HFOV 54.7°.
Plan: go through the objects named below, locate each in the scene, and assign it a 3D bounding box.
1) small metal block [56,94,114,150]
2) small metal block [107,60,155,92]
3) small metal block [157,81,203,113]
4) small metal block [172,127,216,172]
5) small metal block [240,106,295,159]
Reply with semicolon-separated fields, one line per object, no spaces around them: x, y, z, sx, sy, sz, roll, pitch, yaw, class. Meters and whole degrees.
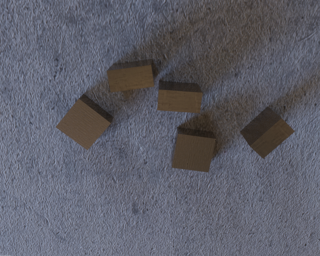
-0.098;-0.008;0.406;0.050;0.025;0.050;39;105;-13;small metal block
-0.033;-0.064;0.372;0.050;0.050;0.025;-7;110;2;small metal block
0.023;-0.039;0.382;0.050;0.050;0.025;4;110;-2;small metal block
0.045;0.029;0.421;0.050;0.025;0.050;8;110;-3;small metal block
0.136;0.005;0.399;0.025;0.050;0.050;41;105;-14;small metal block
